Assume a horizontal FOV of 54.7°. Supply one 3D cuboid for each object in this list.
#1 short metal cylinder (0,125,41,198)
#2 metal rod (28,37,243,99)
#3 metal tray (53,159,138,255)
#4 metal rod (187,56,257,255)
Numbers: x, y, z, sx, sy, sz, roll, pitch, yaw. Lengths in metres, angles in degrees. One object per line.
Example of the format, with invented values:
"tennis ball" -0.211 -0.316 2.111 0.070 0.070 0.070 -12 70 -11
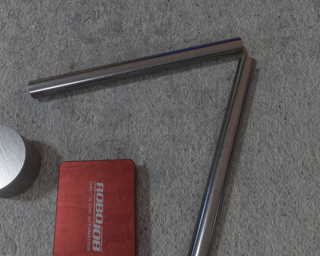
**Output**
"short metal cylinder" -0.195 0.042 0.378 0.081 0.050 0.080 0 70 0
"metal rod" -0.030 -0.086 0.439 0.302 0.025 0.025 -13 71 -5
"metal tray" -0.073 0.104 0.367 0.091 0.030 0.130 -2 70 -1
"metal rod" 0.081 0.039 0.394 0.025 0.025 0.299 17 71 6
